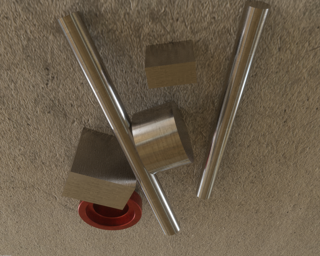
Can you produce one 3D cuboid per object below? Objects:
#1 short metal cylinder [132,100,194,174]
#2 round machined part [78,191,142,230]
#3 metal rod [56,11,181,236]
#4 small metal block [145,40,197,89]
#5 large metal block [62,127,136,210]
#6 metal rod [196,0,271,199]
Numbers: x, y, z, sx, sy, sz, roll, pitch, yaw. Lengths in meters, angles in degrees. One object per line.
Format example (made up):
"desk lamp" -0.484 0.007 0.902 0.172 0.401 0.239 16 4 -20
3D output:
"short metal cylinder" 0.005 0.012 0.381 0.050 0.080 0.080 -18 128 12
"round machined part" -0.077 0.119 0.497 0.099 0.042 0.097 -1 130 0
"metal rod" -0.038 0.013 0.369 0.025 0.025 0.299 -18 114 14
"small metal block" 0.011 -0.069 0.332 0.050 0.050 0.025 -6 130 5
"large metal block" -0.077 0.054 0.416 0.081 0.080 0.050 18 128 -15
"metal rod" 0.083 -0.009 0.401 0.025 0.025 0.298 4 130 -4
